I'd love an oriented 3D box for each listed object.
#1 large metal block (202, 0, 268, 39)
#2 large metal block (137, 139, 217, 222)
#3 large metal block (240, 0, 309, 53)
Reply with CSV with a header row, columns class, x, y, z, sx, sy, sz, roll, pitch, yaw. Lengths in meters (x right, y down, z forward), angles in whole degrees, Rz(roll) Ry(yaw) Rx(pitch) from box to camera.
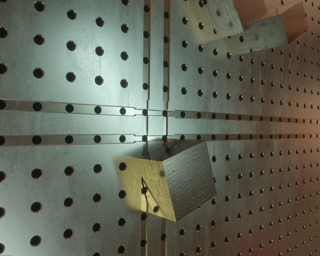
class,x,y,z,sx,sy,sz,roll,pitch,yaw
large metal block,0.119,-0.201,0.495,0.080,0.050,0.080,-43,116,-32
large metal block,0.025,0.066,0.416,0.081,0.050,0.079,-22,104,-38
large metal block,0.198,-0.176,0.543,0.080,0.080,0.050,-37,113,-34
